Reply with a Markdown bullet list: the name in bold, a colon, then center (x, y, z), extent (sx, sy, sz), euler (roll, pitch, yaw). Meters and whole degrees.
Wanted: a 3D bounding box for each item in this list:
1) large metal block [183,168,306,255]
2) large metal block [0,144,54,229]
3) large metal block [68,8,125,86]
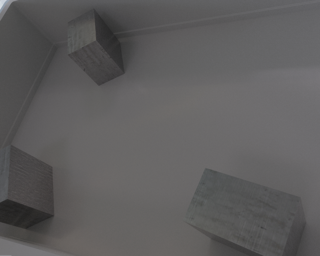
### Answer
- **large metal block**: center (0.079, 0.084, 0.277), extent (0.080, 0.080, 0.050), euler (14, 69, 34)
- **large metal block**: center (-0.193, 0.082, 0.422), extent (0.050, 0.080, 0.080), euler (-26, 53, 12)
- **large metal block**: center (-0.104, -0.130, 0.505), extent (0.050, 0.080, 0.080), euler (-23, 53, 15)
